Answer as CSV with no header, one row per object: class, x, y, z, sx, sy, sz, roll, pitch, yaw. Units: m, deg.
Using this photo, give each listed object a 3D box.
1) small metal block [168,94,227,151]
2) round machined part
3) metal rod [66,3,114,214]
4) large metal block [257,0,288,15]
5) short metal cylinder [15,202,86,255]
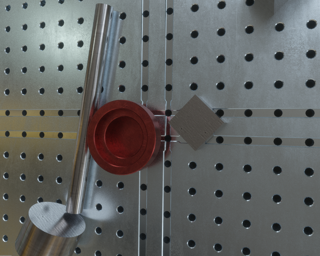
small metal block,0.048,-0.007,0.395,0.050,0.025,0.050,-47,76,14
round machined part,-0.044,0.012,0.418,0.098,0.042,0.097,0,90,19
metal rod,-0.102,-0.025,0.447,0.025,0.025,0.298,10,93,19
large metal block,0.136,-0.183,0.335,0.080,0.080,0.050,-45,76,14
short metal cylinder,-0.153,0.148,0.436,0.080,0.080,0.050,29,100,17
